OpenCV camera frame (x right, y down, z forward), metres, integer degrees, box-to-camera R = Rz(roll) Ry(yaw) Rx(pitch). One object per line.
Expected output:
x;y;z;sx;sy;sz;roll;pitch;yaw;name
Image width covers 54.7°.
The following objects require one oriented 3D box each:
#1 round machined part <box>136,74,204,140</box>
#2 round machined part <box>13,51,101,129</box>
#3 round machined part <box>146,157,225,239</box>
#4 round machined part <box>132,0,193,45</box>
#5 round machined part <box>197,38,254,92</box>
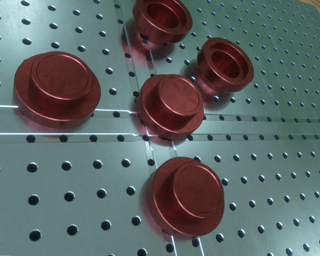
0.020;-0.036;0.432;0.099;0.042;0.098;14;56;-21;round machined part
-0.118;-0.051;0.366;0.099;0.042;0.098;14;56;-21;round machined part
0.037;0.079;0.371;0.099;0.042;0.098;14;56;-21;round machined part
0.001;-0.176;0.507;0.099;0.042;0.098;14;56;-21;round machined part
0.104;-0.100;0.516;0.099;0.042;0.098;14;56;-21;round machined part
